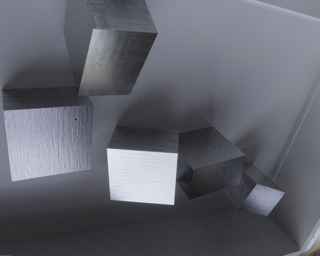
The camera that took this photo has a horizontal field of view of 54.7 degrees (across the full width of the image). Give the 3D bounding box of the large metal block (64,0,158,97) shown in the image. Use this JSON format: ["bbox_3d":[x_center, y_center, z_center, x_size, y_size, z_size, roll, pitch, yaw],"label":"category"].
[{"bbox_3d":[-0.049,-0.085,0.275,0.050,0.080,0.080,-5,151,-26],"label":"large metal block"}]

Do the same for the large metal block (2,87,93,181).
[{"bbox_3d":[-0.119,0.003,0.330,0.081,0.050,0.079,-6,121,-26],"label":"large metal block"}]

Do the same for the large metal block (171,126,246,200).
[{"bbox_3d":[0.059,0.045,0.435,0.081,0.080,0.050,-12,124,-23],"label":"large metal block"}]

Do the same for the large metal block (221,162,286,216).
[{"bbox_3d":[0.143,0.094,0.512,0.080,0.080,0.050,21,107,-36],"label":"large metal block"}]

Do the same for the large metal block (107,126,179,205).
[{"bbox_3d":[-0.019,0.047,0.391,0.080,0.050,0.079,4,121,3],"label":"large metal block"}]
